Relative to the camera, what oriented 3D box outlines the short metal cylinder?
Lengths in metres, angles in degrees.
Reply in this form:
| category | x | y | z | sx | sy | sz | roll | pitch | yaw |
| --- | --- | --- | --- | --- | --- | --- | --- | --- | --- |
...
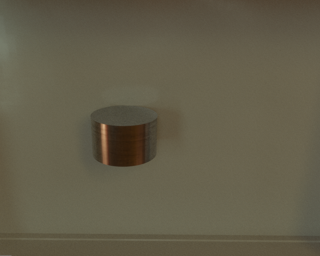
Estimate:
| category | x | y | z | sx | sy | sz | roll | pitch | yaw |
| --- | --- | --- | --- | --- | --- | --- | --- | --- | --- |
| short metal cylinder | -0.044 | 0.007 | 0.384 | 0.080 | 0.080 | 0.050 | 1 | 110 | -1 |
